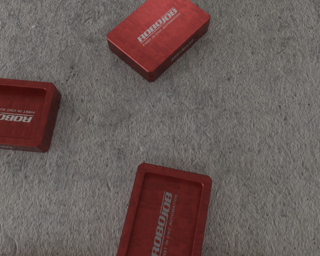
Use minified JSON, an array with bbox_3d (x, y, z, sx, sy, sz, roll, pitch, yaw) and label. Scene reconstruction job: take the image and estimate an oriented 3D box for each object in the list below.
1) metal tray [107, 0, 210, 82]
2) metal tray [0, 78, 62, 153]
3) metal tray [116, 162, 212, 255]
[{"bbox_3d":[-0.001,-0.141,0.457,0.090,0.030,0.130,41,75,13],"label":"metal tray"},{"bbox_3d":[-0.207,-0.019,0.410,0.131,0.030,0.090,5,70,2],"label":"metal tray"},{"bbox_3d":[0.006,0.114,0.363,0.090,0.030,0.130,11,70,4],"label":"metal tray"}]
